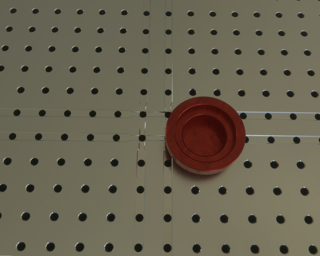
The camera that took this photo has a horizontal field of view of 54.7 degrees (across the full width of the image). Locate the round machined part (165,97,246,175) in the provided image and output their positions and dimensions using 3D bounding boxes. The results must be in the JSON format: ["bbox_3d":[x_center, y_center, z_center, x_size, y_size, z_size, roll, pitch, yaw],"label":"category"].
[{"bbox_3d":[0.056,0.012,0.399,0.099,0.042,0.098,0,70,-1],"label":"round machined part"}]
